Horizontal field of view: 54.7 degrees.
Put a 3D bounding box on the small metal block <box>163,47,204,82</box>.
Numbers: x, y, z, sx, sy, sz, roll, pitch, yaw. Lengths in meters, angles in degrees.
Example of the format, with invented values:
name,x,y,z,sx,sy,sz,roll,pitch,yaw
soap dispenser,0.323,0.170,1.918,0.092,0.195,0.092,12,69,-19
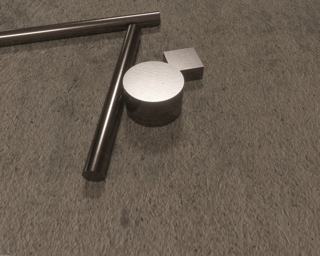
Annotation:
name,x,y,z,sx,sy,sz,roll,pitch,yaw
small metal block,0.036,-0.098,0.486,0.050,0.025,0.050,-11,51,-10

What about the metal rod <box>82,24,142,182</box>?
name,x,y,z,sx,sy,sz,roll,pitch,yaw
metal rod,-0.061,-0.058,0.451,0.025,0.025,0.300,5,50,4

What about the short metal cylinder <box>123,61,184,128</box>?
name,x,y,z,sx,sy,sz,roll,pitch,yaw
short metal cylinder,-0.009,-0.047,0.426,0.081,0.050,0.080,0,50,0

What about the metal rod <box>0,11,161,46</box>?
name,x,y,z,sx,sy,sz,roll,pitch,yaw
metal rod,-0.148,-0.176,0.548,0.302,0.025,0.025,-11,51,-10
